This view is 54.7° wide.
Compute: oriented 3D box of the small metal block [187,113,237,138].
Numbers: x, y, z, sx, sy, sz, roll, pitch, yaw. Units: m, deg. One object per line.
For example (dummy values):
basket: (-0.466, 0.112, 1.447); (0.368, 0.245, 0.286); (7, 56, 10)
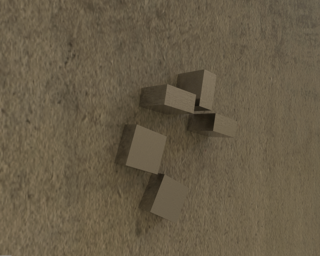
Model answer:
small metal block: (0.076, -0.003, 0.455); (0.050, 0.050, 0.025); (16, 80, -39)

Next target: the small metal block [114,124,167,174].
small metal block: (-0.023, 0.027, 0.387); (0.050, 0.025, 0.050); (23, 75, -38)

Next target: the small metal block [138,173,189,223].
small metal block: (0.006, 0.093, 0.412); (0.050, 0.025, 0.050); (35, 69, -35)

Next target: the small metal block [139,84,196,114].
small metal block: (0.010, -0.035, 0.398); (0.050, 0.050, 0.025); (14, 81, -40)

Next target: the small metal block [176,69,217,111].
small metal block: (0.048, -0.051, 0.431); (0.025, 0.050, 0.050); (15, 80, -40)
